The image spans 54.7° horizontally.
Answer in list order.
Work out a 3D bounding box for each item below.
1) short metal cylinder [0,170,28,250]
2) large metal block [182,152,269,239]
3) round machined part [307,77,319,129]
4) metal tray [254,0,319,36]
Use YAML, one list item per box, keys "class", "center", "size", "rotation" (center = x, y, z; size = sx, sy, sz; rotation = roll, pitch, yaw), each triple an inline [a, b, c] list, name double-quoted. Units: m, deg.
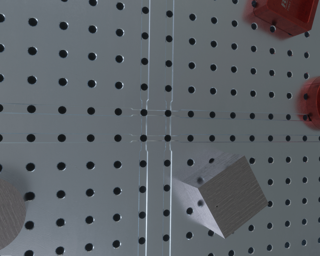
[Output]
- class: "short metal cylinder"
  center: [-0.186, 0.087, 0.331]
  size: [0.081, 0.050, 0.079]
  rotation: [0, 90, -20]
- class: "large metal block"
  center: [0.091, 0.091, 0.433]
  size: [0.080, 0.050, 0.080]
  rotation: [-31, 101, -17]
- class: "round machined part"
  center: [0.297, -0.043, 0.514]
  size: [0.099, 0.042, 0.097]
  rotation: [0, 90, -20]
- class: "metal tray"
  center: [0.207, -0.224, 0.486]
  size: [0.091, 0.030, 0.129]
  rotation: [19, 84, -19]
